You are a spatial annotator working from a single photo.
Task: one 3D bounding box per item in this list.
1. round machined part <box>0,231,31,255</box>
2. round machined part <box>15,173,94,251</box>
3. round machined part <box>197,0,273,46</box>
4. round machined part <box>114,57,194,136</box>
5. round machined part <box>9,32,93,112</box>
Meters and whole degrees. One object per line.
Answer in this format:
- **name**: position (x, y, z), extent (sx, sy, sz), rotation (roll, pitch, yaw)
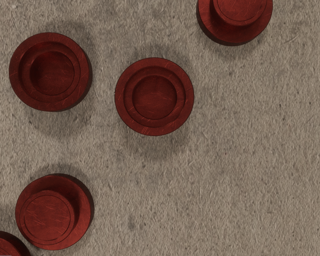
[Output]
- **round machined part**: position (-0.213, 0.180, 0.399), extent (0.099, 0.042, 0.097), rotation (0, 90, -1)
- **round machined part**: position (-0.138, 0.110, 0.400), extent (0.099, 0.042, 0.097), rotation (0, 90, -1)
- **round machined part**: position (0.099, -0.160, 0.403), extent (0.099, 0.042, 0.097), rotation (0, 90, -1)
- **round machined part**: position (-0.007, -0.039, 0.401), extent (0.099, 0.042, 0.097), rotation (0, 90, -1)
- **round machined part**: position (-0.136, -0.069, 0.400), extent (0.099, 0.042, 0.097), rotation (0, 90, -1)
